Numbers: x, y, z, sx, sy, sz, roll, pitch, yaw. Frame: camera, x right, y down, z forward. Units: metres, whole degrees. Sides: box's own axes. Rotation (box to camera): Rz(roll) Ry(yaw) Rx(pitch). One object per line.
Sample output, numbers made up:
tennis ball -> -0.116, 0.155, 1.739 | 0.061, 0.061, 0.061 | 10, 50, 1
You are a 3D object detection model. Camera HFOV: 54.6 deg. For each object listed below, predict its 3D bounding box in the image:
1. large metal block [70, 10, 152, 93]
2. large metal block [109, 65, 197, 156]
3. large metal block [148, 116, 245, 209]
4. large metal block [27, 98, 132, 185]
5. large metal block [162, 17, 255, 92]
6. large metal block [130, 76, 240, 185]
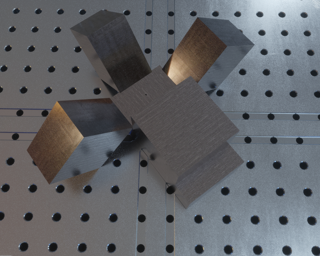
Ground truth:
large metal block -> -0.064, -0.101, 0.403 | 0.050, 0.080, 0.080 | -36, 35, -12
large metal block -> -0.007, -0.021, 0.406 | 0.080, 0.050, 0.080 | -36, 74, -12
large metal block -> 0.041, 0.040, 0.383 | 0.080, 0.050, 0.080 | -35, 73, -13
large metal block -> -0.092, 0.012, 0.362 | 0.050, 0.080, 0.080 | 50, 119, 16
large metal block -> 0.063, -0.092, 0.400 | 0.050, 0.080, 0.081 | 50, 38, 16
large metal block -> 0.025, 0.004, 0.343 | 0.080, 0.050, 0.080 | -35, 74, -13
